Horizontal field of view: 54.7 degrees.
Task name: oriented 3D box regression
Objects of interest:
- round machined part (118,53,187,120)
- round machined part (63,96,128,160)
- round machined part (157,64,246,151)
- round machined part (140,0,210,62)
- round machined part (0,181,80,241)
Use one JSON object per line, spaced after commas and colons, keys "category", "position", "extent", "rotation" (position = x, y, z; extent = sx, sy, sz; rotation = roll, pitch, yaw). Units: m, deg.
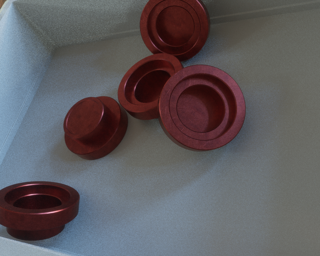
{"category": "round machined part", "position": [-0.006, -0.052, 0.428], "extent": [0.098, 0.042, 0.098], "rotation": [-15, 53, 22]}
{"category": "round machined part", "position": [-0.100, -0.006, 0.451], "extent": [0.098, 0.042, 0.098], "rotation": [-13, 56, 21]}
{"category": "round machined part", "position": [0.046, -0.021, 0.363], "extent": [0.099, 0.042, 0.097], "rotation": [1, 81, -7]}
{"category": "round machined part", "position": [0.024, -0.149, 0.449], "extent": [0.098, 0.098, 0.042], "rotation": [-11, 24, 22]}
{"category": "round machined part", "position": [-0.153, 0.104, 0.386], "extent": [0.098, 0.099, 0.042], "rotation": [14, 102, 34]}
